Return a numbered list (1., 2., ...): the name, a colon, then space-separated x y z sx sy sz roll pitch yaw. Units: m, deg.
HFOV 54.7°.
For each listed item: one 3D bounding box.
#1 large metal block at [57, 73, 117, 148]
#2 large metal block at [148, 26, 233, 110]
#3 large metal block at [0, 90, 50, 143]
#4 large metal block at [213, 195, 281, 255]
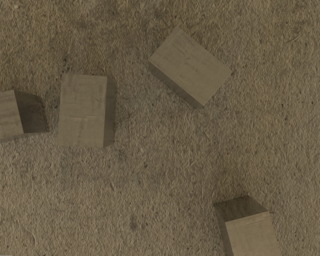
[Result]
1. large metal block: -0.086 -0.019 0.382 0.050 0.080 0.080 4 90 0
2. large metal block: 0.034 -0.069 0.382 0.080 0.080 0.050 40 90 0
3. large metal block: -0.195 -0.009 0.381 0.080 0.080 0.050 -13 90 0
4. large metal block: 0.107 0.136 0.383 0.050 0.080 0.080 -15 90 0
